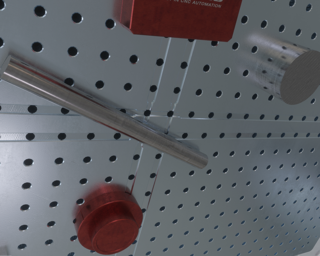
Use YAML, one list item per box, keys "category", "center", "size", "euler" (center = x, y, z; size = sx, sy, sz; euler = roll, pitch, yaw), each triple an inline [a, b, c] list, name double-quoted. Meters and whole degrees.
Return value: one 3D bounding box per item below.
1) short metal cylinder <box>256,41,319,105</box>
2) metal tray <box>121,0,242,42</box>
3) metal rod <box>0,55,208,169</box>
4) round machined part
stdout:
- category: "short metal cylinder"
  center: [0.188, -0.080, 0.448]
  size: [0.081, 0.050, 0.079]
  euler: [-14, 124, -21]
- category: "metal tray"
  center: [0.029, -0.145, 0.334]
  size: [0.131, 0.030, 0.089]
  euler: [-4, 120, -27]
- category: "metal rod"
  center: [-0.042, -0.003, 0.386]
  size: [0.301, 0.025, 0.025]
  euler: [27, 103, -38]
- category: "round machined part"
  center: [-0.070, 0.145, 0.451]
  size: [0.099, 0.042, 0.097]
  euler: [-14, 124, -21]
